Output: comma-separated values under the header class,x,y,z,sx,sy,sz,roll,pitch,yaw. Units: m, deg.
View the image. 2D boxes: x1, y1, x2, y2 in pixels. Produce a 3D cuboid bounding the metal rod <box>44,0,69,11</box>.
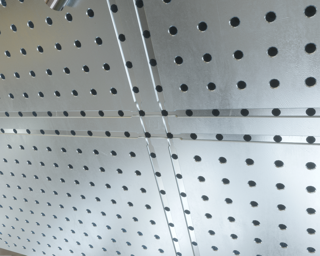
class,x,y,z,sx,sy,sz,roll,pitch,yaw
metal rod,-0.035,-0.223,0.290,0.025,0.025,0.299,49,128,-7
